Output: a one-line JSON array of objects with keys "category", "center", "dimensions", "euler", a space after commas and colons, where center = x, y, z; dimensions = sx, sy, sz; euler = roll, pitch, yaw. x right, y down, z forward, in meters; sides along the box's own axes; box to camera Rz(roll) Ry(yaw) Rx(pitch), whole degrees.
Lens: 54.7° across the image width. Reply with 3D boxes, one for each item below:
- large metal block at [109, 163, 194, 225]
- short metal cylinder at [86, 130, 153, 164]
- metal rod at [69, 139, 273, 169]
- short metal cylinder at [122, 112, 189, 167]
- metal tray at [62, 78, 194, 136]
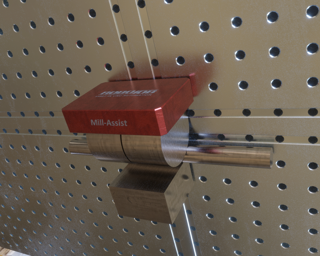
[{"category": "large metal block", "center": [-0.009, 0.079, 0.423], "dimensions": [0.080, 0.080, 0.050], "euler": [1, 119, 28]}, {"category": "short metal cylinder", "center": [-0.049, 0.005, 0.401], "dimensions": [0.050, 0.080, 0.080], "euler": [1, 119, 28]}, {"category": "metal rod", "center": [-0.004, 0.033, 0.428], "dimensions": [0.300, 0.025, 0.025], "euler": [1, 119, 27]}, {"category": "short metal cylinder", "center": [-0.003, 0.006, 0.377], "dimensions": [0.050, 0.080, 0.079], "euler": [2, 119, 27]}, {"category": "metal tray", "center": [-0.037, -0.027, 0.367], "dimensions": [0.130, 0.090, 0.030], "euler": [1, 119, 27]}]
